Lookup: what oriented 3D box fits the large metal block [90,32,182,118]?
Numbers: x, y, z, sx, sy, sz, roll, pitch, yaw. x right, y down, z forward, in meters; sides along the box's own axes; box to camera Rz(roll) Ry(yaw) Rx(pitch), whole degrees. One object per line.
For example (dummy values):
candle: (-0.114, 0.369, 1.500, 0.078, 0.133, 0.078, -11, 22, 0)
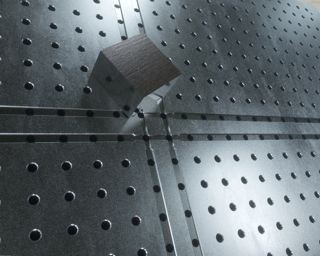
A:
large metal block: (-0.032, -0.073, 0.421, 0.080, 0.050, 0.080, 48, 51, 5)
